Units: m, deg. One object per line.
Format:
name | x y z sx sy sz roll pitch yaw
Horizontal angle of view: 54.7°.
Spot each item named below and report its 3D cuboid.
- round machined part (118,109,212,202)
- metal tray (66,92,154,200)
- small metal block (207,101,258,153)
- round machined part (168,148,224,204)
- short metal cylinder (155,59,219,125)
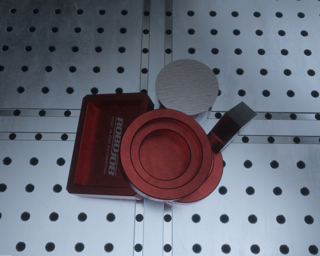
round machined part | 0.003 0.031 0.341 0.099 0.042 0.098 3 71 -10
metal tray | -0.059 0.021 0.389 0.090 0.030 0.130 -1 69 15
small metal block | 0.089 -0.001 0.390 0.025 0.050 0.050 45 41 14
round machined part | 0.030 0.044 0.386 0.099 0.042 0.098 0 70 -1
short metal cylinder | 0.034 -0.045 0.415 0.081 0.050 0.080 0 70 0
